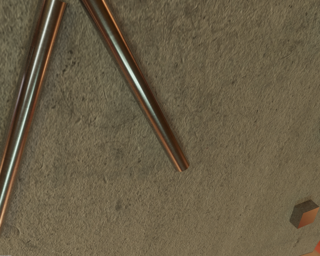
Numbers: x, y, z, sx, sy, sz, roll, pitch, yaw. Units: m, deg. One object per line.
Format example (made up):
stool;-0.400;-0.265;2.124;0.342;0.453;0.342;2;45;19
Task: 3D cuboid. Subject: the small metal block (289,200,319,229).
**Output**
small metal block;0.331;0.198;0.710;0.050;0.025;0.050;-12;124;-22

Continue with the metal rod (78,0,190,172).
metal rod;-0.023;-0.048;0.364;0.025;0.025;0.299;-34;129;-6

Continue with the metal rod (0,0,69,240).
metal rod;-0.153;0.011;0.329;0.025;0.025;0.298;11;113;-33
